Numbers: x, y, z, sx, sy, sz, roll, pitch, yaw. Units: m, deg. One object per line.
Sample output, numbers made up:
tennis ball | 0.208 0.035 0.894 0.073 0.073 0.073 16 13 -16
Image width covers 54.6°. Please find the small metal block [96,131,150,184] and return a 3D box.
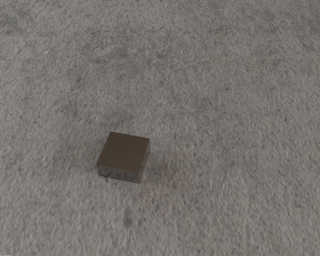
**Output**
small metal block | -0.042 0.035 0.374 0.050 0.025 0.050 10 51 8
